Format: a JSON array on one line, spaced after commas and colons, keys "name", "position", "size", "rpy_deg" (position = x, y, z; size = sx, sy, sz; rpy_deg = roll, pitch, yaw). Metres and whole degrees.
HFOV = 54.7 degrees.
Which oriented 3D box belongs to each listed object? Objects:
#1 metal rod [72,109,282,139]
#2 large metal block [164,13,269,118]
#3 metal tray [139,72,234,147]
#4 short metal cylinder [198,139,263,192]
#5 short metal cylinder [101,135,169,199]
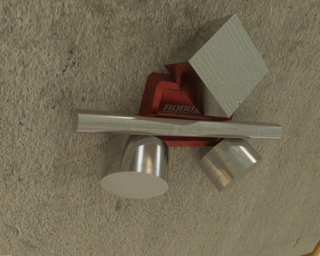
[{"name": "metal rod", "position": [0.044, -0.001, 0.393], "size": [0.302, 0.025, 0.025], "rpy_deg": [3, 117, -30]}, {"name": "large metal block", "position": [0.066, -0.069, 0.357], "size": [0.080, 0.050, 0.080], "rpy_deg": [-48, 115, -16]}, {"name": "metal tray", "position": [0.038, -0.021, 0.414], "size": [0.131, 0.030, 0.089], "rpy_deg": [2, 118, -29]}, {"name": "short metal cylinder", "position": [0.104, 0.052, 0.460], "size": [0.080, 0.050, 0.080], "rpy_deg": [-32, 158, -15]}, {"name": "short metal cylinder", "position": [-0.029, 0.049, 0.383], "size": [0.080, 0.050, 0.080], "rpy_deg": [1, 146, 1]}]
